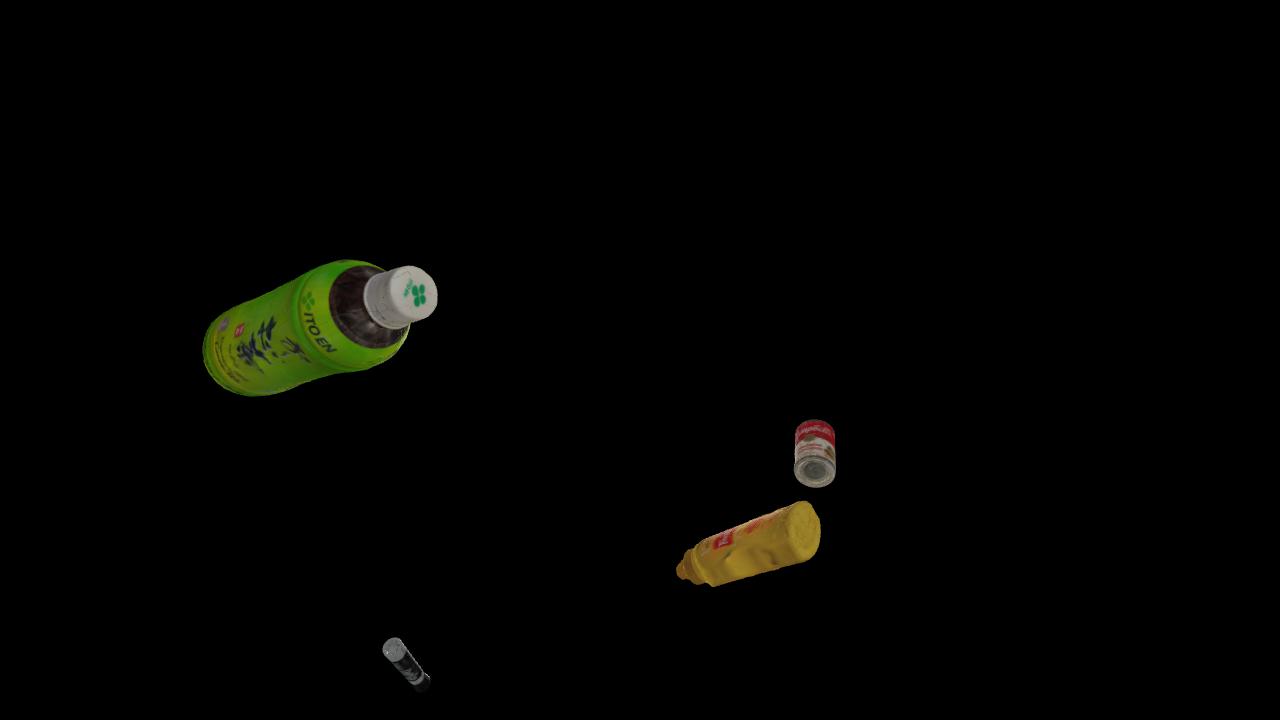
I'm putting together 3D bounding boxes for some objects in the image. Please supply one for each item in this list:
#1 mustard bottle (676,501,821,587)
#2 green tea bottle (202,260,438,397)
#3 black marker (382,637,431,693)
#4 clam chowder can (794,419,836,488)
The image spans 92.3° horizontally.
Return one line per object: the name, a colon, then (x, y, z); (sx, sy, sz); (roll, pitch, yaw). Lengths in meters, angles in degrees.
mustard bottle: (0.115, 0.223, 0.715); (0.184, 0.054, 0.092); (-31, 5, 32)
green tea bottle: (-0.207, -0.022, 0.398); (0.212, 0.073, 0.073); (-13, -8, 37)
black marker: (-0.242, 0.323, 0.646); (0.020, 0.020, 0.121); (0, -44, 1)
clam chowder can: (0.293, 0.157, 1.032); (0.068, 0.068, 0.102); (0, 31, 16)
